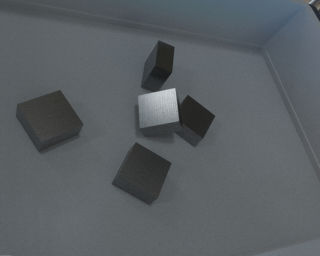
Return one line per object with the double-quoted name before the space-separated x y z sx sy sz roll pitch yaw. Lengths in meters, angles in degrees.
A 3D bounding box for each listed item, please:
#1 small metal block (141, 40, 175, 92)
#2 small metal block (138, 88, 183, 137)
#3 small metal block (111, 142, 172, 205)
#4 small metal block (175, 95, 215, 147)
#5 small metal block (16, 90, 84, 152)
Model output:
"small metal block" -0.003 -0.087 0.443 0.025 0.050 0.050 19 54 -18
"small metal block" 0.000 -0.020 0.403 0.050 0.025 0.050 -10 60 10
"small metal block" -0.021 0.053 0.363 0.050 0.025 0.050 31 51 -8
"small metal block" 0.043 -0.011 0.437 0.050 0.025 0.050 37 51 -4
"small metal block" -0.123 -0.009 0.345 0.050 0.025 0.050 -28 77 -38
